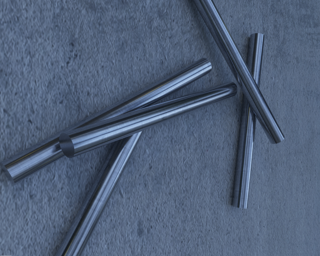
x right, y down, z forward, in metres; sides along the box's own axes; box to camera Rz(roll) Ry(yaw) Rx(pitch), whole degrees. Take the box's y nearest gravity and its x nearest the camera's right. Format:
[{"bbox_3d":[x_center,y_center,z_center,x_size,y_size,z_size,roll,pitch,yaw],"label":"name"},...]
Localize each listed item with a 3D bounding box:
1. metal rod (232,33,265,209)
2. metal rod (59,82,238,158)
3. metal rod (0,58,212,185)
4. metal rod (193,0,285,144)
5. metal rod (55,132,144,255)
[{"bbox_3d":[0.152,-0.015,0.532,0.025,0.025,0.298,13,82,-39],"label":"metal rod"},{"bbox_3d":[0.013,-0.023,0.394,0.302,0.025,0.025,-22,104,-44],"label":"metal rod"},{"bbox_3d":[-0.037,-0.025,0.373,0.302,0.025,0.025,-33,111,-35],"label":"metal rod"},{"bbox_3d":[0.121,-0.099,0.484,0.025,0.025,0.299,-45,111,-31],"label":"metal rod"},{"bbox_3d":[-0.092,0.126,0.327,0.025,0.025,0.300,40,66,-33],"label":"metal rod"}]
